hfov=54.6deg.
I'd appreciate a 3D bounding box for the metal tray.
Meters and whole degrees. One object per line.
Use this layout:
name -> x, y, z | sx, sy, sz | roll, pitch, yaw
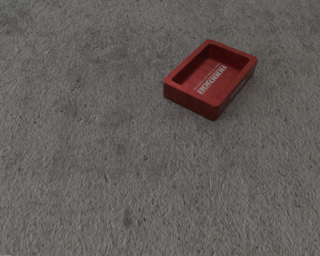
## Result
metal tray -> 0.076, -0.077, 0.464 | 0.090, 0.030, 0.131 | 29, 56, 22
